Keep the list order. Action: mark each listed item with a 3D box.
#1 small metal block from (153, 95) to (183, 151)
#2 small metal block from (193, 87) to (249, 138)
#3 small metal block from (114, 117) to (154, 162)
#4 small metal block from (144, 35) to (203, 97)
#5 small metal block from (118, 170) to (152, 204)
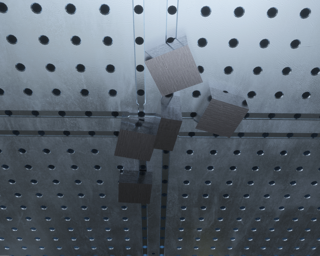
[{"bbox_3d":[0.008,-0.007,0.389,0.025,0.050,0.050,9,129,-8],"label":"small metal block"},{"bbox_3d":[0.077,-0.019,0.397,0.050,0.025,0.050,15,129,-13],"label":"small metal block"},{"bbox_3d":[-0.033,0.016,0.425,0.050,0.025,0.050,11,129,-10],"label":"small metal block"},{"bbox_3d":[0.016,-0.070,0.352,0.050,0.025,0.050,-18,128,14],"label":"small metal block"},{"bbox_3d":[-0.039,0.094,0.491,0.050,0.025,0.050,4,130,-4],"label":"small metal block"}]
